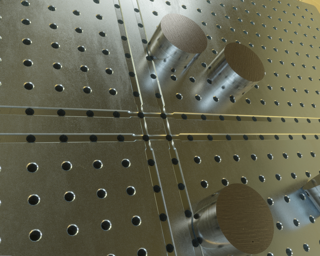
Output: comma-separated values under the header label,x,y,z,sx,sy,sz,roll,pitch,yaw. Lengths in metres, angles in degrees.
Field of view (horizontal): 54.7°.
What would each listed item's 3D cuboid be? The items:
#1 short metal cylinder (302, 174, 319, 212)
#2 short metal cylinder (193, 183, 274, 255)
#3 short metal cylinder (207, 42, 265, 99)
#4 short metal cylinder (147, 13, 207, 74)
label,x,y,z,sx,sy,sz,roll,pitch,yaw
short metal cylinder,0.265,0.092,0.463,0.081,0.080,0.050,-24,75,-37
short metal cylinder,0.087,0.113,0.372,0.081,0.050,0.080,14,56,-21
short metal cylinder,0.127,-0.096,0.522,0.081,0.050,0.080,14,56,-21
short metal cylinder,0.027,-0.133,0.490,0.081,0.050,0.080,14,56,-21
